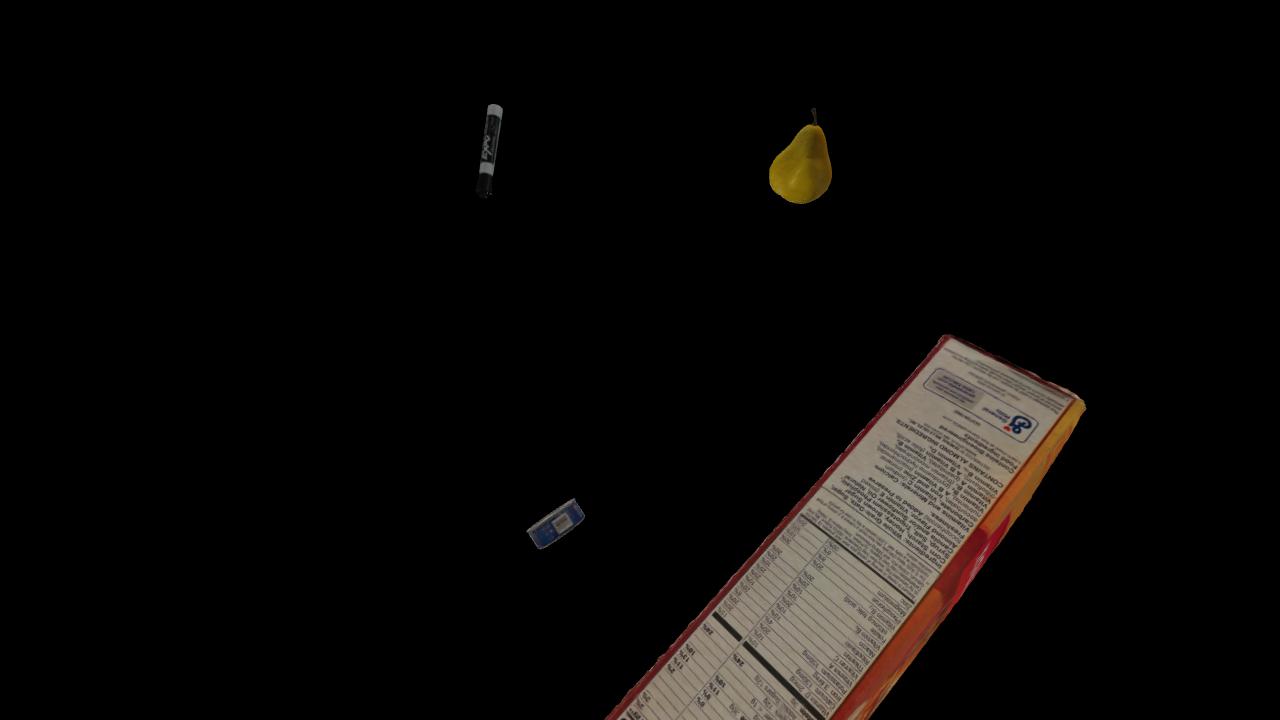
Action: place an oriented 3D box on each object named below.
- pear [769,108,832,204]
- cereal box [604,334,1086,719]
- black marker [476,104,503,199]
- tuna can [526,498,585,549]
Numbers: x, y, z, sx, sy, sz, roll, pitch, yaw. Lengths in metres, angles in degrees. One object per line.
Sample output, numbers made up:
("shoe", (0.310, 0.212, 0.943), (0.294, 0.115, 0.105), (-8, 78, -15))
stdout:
("pear", (0.215, -0.258, 0.784), (0.080, 0.111, 0.080), (13, 40, -11))
("cereal box", (0.097, 0.156, 0.337), (0.081, 0.306, 0.203), (36, -19, 32))
("black marker", (-0.185, -0.255, 0.755), (0.020, 0.121, 0.020), (4, -12, 1))
("tuna can", (-0.122, 0.241, 0.904), (0.084, 0.034, 0.084), (-34, -4, -3))
